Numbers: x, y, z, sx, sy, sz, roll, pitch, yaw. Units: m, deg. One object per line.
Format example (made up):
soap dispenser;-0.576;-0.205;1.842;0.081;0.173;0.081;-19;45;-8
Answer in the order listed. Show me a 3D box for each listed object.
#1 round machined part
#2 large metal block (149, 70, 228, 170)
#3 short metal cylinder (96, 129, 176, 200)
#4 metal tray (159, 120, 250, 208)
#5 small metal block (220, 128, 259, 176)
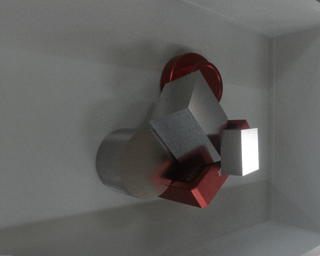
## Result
round machined part;0.051;-0.058;0.438;0.099;0.042;0.097;0;90;-40
large metal block;0.039;-0.010;0.376;0.080;0.050;0.080;54;34;-27
short metal cylinder;-0.027;0.040;0.367;0.081;0.050;0.079;0;90;-40
metal tray;0.054;0.040;0.409;0.131;0.090;0.030;-46;117;-31
small metal block;0.093;0.026;0.361;0.050;0.025;0.050;-4;92;-53
